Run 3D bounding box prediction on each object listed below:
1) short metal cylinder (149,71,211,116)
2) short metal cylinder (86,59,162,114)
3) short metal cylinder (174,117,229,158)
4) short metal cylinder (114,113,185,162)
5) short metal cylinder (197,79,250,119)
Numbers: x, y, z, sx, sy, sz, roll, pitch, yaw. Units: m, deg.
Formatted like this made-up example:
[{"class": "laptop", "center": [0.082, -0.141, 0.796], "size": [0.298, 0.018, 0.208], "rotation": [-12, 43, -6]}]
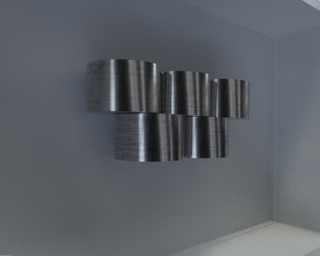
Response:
[{"class": "short metal cylinder", "center": [0.024, -0.039, 0.388], "size": [0.081, 0.080, 0.050], "rotation": [1, 90, -40]}, {"class": "short metal cylinder", "center": [-0.039, -0.041, 0.336], "size": [0.081, 0.080, 0.050], "rotation": [1, 90, -40]}, {"class": "short metal cylinder", "center": [0.051, 0.012, 0.411], "size": [0.081, 0.080, 0.050], "rotation": [1, 90, -40]}, {"class": "short metal cylinder", "center": [-0.012, 0.010, 0.358], "size": [0.081, 0.080, 0.050], "rotation": [1, 90, -40]}, {"class": "short metal cylinder", "center": [0.086, -0.038, 0.440], "size": [0.081, 0.080, 0.050], "rotation": [2, 89, -40]}]
